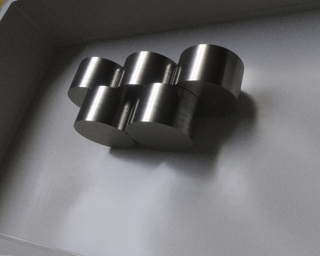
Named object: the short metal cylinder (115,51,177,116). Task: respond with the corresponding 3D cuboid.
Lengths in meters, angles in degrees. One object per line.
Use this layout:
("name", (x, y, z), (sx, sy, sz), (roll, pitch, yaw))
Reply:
("short metal cylinder", (-0.014, -0.055, 0.410), (0.080, 0.080, 0.050), (1, 62, 28))

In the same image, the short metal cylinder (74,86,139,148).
("short metal cylinder", (-0.066, -0.012, 0.411), (0.080, 0.080, 0.050), (1, 62, 28))

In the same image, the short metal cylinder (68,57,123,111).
("short metal cylinder", (-0.085, -0.057, 0.449), (0.080, 0.080, 0.050), (1, 62, 28))

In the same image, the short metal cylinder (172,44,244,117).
("short metal cylinder", (0.056, -0.054, 0.372), (0.080, 0.080, 0.050), (2, 63, 29))

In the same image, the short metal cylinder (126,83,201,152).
("short metal cylinder", (0.005, -0.010, 0.372), (0.080, 0.080, 0.050), (1, 62, 28))
